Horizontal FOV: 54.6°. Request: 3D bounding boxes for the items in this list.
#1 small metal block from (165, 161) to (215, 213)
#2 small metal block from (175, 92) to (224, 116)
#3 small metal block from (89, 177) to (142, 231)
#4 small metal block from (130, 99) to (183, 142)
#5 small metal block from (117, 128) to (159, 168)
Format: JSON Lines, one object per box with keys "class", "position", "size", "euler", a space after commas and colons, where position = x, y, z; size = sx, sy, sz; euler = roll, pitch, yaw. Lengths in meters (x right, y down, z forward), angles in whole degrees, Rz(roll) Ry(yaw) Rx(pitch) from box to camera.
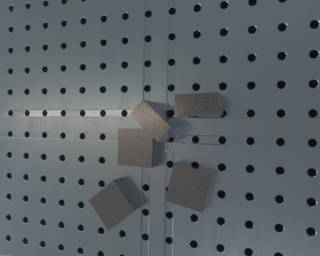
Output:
{"class": "small metal block", "position": [0.039, 0.075, 0.399], "size": [0.050, 0.025, 0.050], "euler": [14, 95, 19]}
{"class": "small metal block", "position": [0.050, -0.028, 0.382], "size": [0.050, 0.050, 0.025], "euler": [0, 90, 20]}
{"class": "small metal block", "position": [-0.063, 0.106, 0.435], "size": [0.050, 0.025, 0.050], "euler": [-40, 77, 15]}
{"class": "small metal block", "position": [-0.004, -0.009, 0.401], "size": [0.050, 0.050, 0.025], "euler": [45, 104, 14]}
{"class": "small metal block", "position": [-0.029, 0.026, 0.423], "size": [0.050, 0.025, 0.050], "euler": [2, 91, 20]}
